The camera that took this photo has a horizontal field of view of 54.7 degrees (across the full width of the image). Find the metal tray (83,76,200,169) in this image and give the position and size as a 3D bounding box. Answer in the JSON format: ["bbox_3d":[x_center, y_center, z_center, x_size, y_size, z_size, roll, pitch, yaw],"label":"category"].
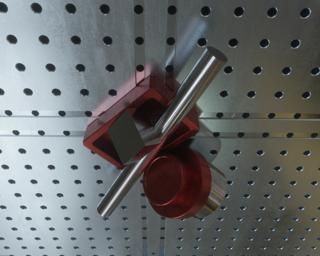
[{"bbox_3d":[-0.025,0.002,0.409,0.130,0.030,0.090,-35,122,26],"label":"metal tray"}]

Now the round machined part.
[{"bbox_3d":[0.015,0.069,0.409,0.098,0.098,0.042,-38,143,27],"label":"round machined part"}]

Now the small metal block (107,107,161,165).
[{"bbox_3d":[-0.032,0.010,0.375,0.025,0.050,0.050,-9,156,-45],"label":"small metal block"}]

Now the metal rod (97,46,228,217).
[{"bbox_3d":[-0.014,0.026,0.394,0.025,0.025,0.298,22,127,-18],"label":"metal rod"}]

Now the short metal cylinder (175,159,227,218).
[{"bbox_3d":[0.048,0.081,0.444,0.080,0.080,0.050,-36,122,26],"label":"short metal cylinder"}]
